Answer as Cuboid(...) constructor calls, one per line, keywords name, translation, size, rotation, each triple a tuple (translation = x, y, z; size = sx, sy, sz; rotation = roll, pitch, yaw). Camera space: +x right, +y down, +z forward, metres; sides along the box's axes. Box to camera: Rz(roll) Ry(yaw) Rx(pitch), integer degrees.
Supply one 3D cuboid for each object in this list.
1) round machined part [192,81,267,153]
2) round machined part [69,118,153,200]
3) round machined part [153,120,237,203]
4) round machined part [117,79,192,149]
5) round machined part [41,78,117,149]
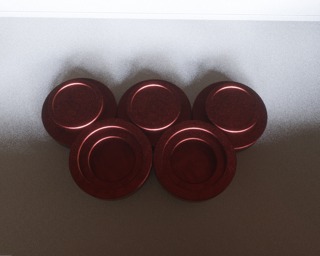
Cuboid(name="round machined part", translation=(0.091, -0.019, 0.405), size=(0.099, 0.042, 0.098), rotation=(0, 69, 0))
Cuboid(name="round machined part", translation=(-0.058, 0.041, 0.383), size=(0.099, 0.042, 0.098), rotation=(0, 70, 0))
Cuboid(name="round machined part", translation=(0.041, 0.043, 0.383), size=(0.099, 0.042, 0.098), rotation=(0, 70, 0))
Cuboid(name="round machined part", translation=(-0.008, -0.022, 0.406), size=(0.099, 0.042, 0.098), rotation=(0, 69, 0))
Cuboid(name="round machined part", translation=(-0.106, -0.024, 0.406), size=(0.099, 0.042, 0.098), rotation=(0, 69, -1))
